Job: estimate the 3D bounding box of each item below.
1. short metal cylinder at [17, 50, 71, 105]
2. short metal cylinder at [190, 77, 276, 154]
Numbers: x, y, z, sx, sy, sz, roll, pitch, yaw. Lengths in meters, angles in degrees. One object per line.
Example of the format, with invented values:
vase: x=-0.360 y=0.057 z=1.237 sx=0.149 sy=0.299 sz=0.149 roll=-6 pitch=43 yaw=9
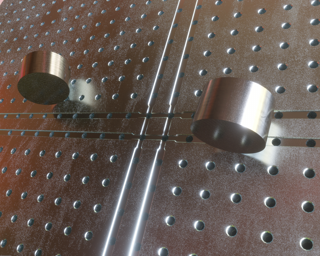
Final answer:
short metal cylinder: x=-0.194 y=-0.083 z=0.523 sx=0.080 sy=0.080 sz=0.050 roll=-20 pitch=54 yaw=16
short metal cylinder: x=0.079 y=-0.012 z=0.338 sx=0.080 sy=0.080 sz=0.050 roll=7 pitch=66 yaw=31
